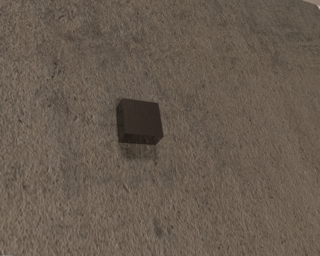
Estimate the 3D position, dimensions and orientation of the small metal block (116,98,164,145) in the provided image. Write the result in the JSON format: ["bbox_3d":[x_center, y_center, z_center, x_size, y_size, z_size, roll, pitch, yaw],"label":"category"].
[{"bbox_3d":[-0.027,-0.007,0.395,0.050,0.025,0.050,6,59,-26],"label":"small metal block"}]
